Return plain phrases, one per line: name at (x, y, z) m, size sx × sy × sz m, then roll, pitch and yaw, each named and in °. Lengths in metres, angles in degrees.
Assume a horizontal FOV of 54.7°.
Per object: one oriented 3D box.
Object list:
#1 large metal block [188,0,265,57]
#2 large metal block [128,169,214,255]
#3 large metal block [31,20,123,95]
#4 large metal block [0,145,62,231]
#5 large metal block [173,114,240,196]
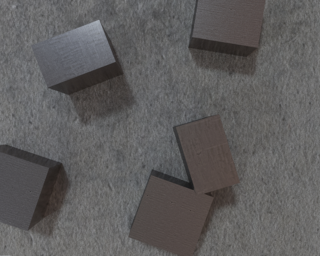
large metal block at (0.085, -0.143, 0.399) m, size 0.081 × 0.050 × 0.080 m, roll 9°, pitch 90°, yaw -1°
large metal block at (0.013, 0.107, 0.398) m, size 0.080 × 0.050 × 0.080 m, roll 20°, pitch 90°, yaw -1°
large metal block at (-0.096, -0.082, 0.381) m, size 0.080 × 0.080 × 0.050 m, roll -21°, pitch 90°, yaw 0°
large metal block at (-0.184, 0.073, 0.395) m, size 0.080 × 0.050 × 0.080 m, roll 19°, pitch 90°, yaw -1°
large metal block at (0.053, 0.030, 0.383) m, size 0.050 × 0.080 × 0.080 m, roll -17°, pitch 90°, yaw 0°
